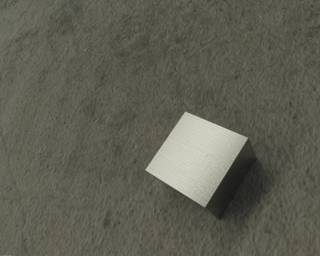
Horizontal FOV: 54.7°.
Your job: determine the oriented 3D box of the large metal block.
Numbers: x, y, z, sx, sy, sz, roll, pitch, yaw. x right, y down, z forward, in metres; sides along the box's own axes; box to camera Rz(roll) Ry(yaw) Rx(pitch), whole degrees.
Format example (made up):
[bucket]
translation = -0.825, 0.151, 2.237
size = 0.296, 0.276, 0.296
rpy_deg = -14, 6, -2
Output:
[large metal block]
translation = 0.046, 0.039, 0.339
size = 0.080, 0.050, 0.080
rpy_deg = 26, 76, 36
